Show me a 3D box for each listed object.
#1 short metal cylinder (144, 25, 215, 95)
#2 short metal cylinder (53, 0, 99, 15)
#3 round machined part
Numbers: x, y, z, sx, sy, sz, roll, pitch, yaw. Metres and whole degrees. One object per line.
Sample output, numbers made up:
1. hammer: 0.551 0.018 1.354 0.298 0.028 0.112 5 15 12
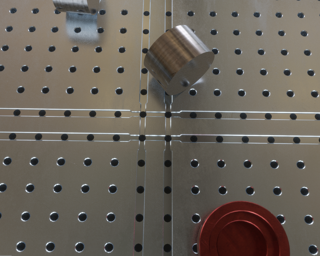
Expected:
1. short metal cylinder: 0.026 -0.089 0.416 0.080 0.080 0.050 -35 74 -12
2. short metal cylinder: -0.123 -0.212 0.458 0.050 0.080 0.080 6 70 2
3. round machined part: 0.092 0.135 0.354 0.099 0.042 0.098 0 70 -1
